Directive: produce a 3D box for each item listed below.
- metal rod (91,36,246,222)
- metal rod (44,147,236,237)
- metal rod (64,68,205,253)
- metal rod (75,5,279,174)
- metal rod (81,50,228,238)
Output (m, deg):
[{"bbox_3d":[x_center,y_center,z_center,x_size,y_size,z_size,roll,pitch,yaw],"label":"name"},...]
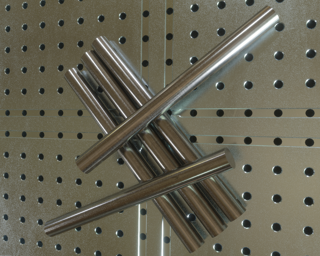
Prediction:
[{"bbox_3d":[0.004,-0.007,0.410,0.025,0.025,0.300,-42,77,15],"label":"metal rod"},{"bbox_3d":[-0.044,0.093,0.405,0.300,0.025,0.025,-26,82,26],"label":"metal rod"},{"bbox_3d":[-0.041,0.036,0.426,0.025,0.025,0.299,-41,78,15],"label":"metal rod"},{"bbox_3d":[0.016,-0.042,0.385,0.300,0.025,0.025,-38,78,7],"label":"metal rod"},{"bbox_3d":[-0.014,0.013,0.417,0.025,0.025,0.299,-41,78,15],"label":"metal rod"}]
